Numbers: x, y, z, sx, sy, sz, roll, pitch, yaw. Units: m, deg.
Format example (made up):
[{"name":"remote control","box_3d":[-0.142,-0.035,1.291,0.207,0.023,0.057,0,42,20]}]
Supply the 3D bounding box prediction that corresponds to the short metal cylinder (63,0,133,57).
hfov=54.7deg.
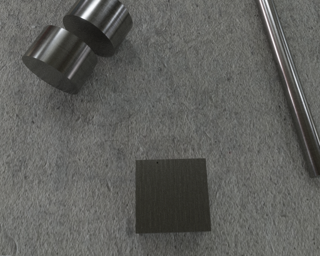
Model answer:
[{"name":"short metal cylinder","box_3d":[-0.086,-0.145,0.431,0.080,0.080,0.050,26,72,9]}]

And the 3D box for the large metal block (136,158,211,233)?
[{"name":"large metal block","box_3d":[0.013,0.082,0.365,0.081,0.050,0.080,-1,70,-1]}]

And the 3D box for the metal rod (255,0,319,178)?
[{"name":"metal rod","box_3d":[0.180,-0.079,0.438,0.025,0.025,0.299,-8,70,-3]}]

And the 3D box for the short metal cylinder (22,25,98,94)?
[{"name":"short metal cylinder","box_3d":[-0.131,-0.088,0.410,0.080,0.080,0.050,25,72,8]}]
